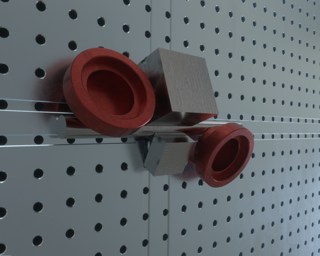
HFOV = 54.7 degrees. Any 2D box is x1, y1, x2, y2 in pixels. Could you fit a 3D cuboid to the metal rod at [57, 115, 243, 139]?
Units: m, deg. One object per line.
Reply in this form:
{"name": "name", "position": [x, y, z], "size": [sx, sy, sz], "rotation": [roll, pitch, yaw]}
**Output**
{"name": "metal rod", "position": [0.013, 0.000, 0.421], "size": [0.302, 0.025, 0.025], "rotation": [0, 90, -40]}

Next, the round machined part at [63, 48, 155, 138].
{"name": "round machined part", "position": [-0.057, -0.034, 0.334], "size": [0.099, 0.042, 0.098], "rotation": [21, 52, -29]}

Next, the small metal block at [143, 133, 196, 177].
{"name": "small metal block", "position": [0.012, 0.034, 0.407], "size": [0.050, 0.025, 0.050], "rotation": [1, 118, -40]}

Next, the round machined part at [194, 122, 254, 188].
{"name": "round machined part", "position": [0.089, 0.036, 0.457], "size": [0.099, 0.042, 0.097], "rotation": [-21, 127, -29]}

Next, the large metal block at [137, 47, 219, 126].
{"name": "large metal block", "position": [0.021, -0.048, 0.396], "size": [0.081, 0.050, 0.080], "rotation": [1, 71, -40]}
